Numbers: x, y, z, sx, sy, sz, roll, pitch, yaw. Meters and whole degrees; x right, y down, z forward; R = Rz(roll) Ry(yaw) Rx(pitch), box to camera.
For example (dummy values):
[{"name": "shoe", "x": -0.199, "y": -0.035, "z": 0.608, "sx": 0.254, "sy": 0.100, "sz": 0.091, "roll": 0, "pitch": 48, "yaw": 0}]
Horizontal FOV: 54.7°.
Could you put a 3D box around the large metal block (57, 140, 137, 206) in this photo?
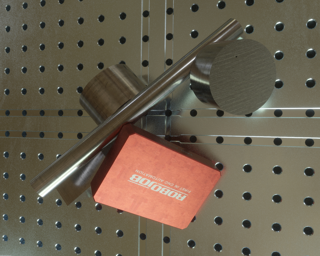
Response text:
[{"name": "large metal block", "x": -0.085, "y": 0.051, "z": 0.412, "sx": 0.080, "sy": 0.080, "sz": 0.050, "roll": -41, "pitch": 77, "yaw": 15}]

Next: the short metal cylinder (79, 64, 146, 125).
[{"name": "short metal cylinder", "x": -0.055, "y": -0.036, "z": 0.402, "sx": 0.080, "sy": 0.080, "sz": 0.050, "roll": -45, "pitch": 76, "yaw": 14}]

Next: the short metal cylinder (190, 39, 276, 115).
[{"name": "short metal cylinder", "x": 0.081, "y": -0.058, "z": 0.349, "sx": 0.081, "sy": 0.050, "sz": 0.079, "roll": -4, "pitch": 104, "yaw": -17}]

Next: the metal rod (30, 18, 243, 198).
[{"name": "metal rod", "x": -0.021, "y": -0.028, "z": 0.362, "sx": 0.301, "sy": 0.025, "sz": 0.025, "roll": -40, "pitch": 77, "yaw": -7}]

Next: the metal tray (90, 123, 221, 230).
[{"name": "metal tray", "x": -0.003, "y": 0.061, "z": 0.368, "sx": 0.131, "sy": 0.030, "sz": 0.090, "roll": 26, "pitch": 101, "yaw": -25}]
